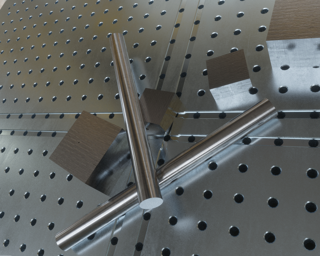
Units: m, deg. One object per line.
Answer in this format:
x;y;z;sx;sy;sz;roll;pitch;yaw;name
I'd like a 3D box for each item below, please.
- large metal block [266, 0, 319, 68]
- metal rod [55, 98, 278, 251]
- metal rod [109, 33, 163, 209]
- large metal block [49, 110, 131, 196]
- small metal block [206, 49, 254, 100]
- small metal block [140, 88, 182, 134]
0.180;-0.121;0.372;0.080;0.050;0.080;5;64;30;large metal block
0.003;0.058;0.370;0.300;0.025;0.025;-34;51;6;metal rod
-0.040;-0.034;0.418;0.025;0.025;0.300;-26;50;12;metal rod
-0.087;0.032;0.419;0.080;0.050;0.080;23;74;36;large metal block
0.090;-0.069;0.404;0.050;0.025;0.050;-14;56;20;small metal block
-0.005;-0.025;0.426;0.050;0.025;0.050;14;69;33;small metal block
